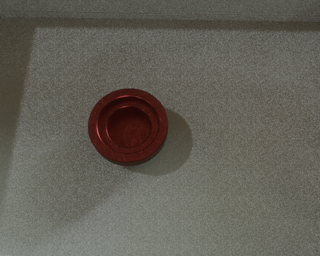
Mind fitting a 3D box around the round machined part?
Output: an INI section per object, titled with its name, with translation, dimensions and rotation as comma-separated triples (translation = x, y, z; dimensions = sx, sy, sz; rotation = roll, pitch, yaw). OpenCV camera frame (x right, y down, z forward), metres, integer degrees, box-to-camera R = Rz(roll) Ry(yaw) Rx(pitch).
[round machined part]
translation = -0.039, 0.002, 0.400
dimensions = 0.099, 0.042, 0.098
rotation = 0, 70, -1
